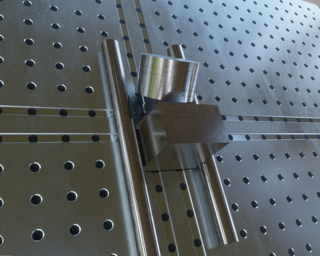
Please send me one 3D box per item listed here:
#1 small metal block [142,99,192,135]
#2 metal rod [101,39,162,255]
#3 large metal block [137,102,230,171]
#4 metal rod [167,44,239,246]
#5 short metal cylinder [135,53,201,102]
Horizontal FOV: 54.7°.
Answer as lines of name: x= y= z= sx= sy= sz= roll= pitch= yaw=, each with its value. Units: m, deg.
small metal block: x=0.011 y=-0.013 z=0.406 sx=0.050 sy=0.050 sz=0.025 roll=2 pitch=61 yaw=-28
metal rod: x=-0.039 y=0.013 z=0.378 sx=0.025 sy=0.025 sz=0.299 roll=1 pitch=61 yaw=-28
large metal block: x=0.022 y=0.013 z=0.374 sx=0.081 sy=0.080 sz=0.050 roll=1 pitch=62 yaw=-28
metal rod: x=0.053 y=0.006 z=0.432 sx=0.025 sy=0.025 sz=0.299 roll=2 pitch=61 yaw=-27
short metal cylinder: x=0.010 y=-0.068 z=0.411 sx=0.081 sy=0.050 sz=0.080 roll=9 pitch=15 yaw=-2
